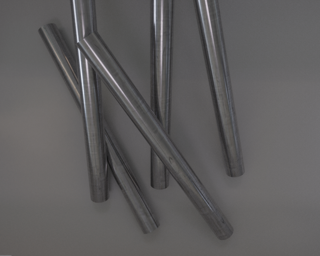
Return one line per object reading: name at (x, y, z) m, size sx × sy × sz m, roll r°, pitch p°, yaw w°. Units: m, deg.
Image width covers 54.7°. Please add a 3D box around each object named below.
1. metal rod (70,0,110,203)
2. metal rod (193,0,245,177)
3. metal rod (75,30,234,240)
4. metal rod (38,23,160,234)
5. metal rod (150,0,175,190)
metal rod at (-0.079, -0.044, 0.352) m, size 0.025 × 0.025 × 0.298 m, roll 0°, pitch 114°, yaw 0°
metal rod at (0.064, -0.071, 0.348) m, size 0.025 × 0.025 × 0.298 m, roll -16°, pitch 116°, yaw 0°
metal rod at (0.007, 0.025, 0.360) m, size 0.025 × 0.025 × 0.299 m, roll -35°, pitch 111°, yaw 0°
metal rod at (-0.080, 0.001, 0.410) m, size 0.025 × 0.025 × 0.299 m, roll -28°, pitch 90°, yaw 0°
metal rod at (0.001, -0.060, 0.349) m, size 0.025 × 0.025 × 0.298 m, roll 1°, pitch 115°, yaw 0°
